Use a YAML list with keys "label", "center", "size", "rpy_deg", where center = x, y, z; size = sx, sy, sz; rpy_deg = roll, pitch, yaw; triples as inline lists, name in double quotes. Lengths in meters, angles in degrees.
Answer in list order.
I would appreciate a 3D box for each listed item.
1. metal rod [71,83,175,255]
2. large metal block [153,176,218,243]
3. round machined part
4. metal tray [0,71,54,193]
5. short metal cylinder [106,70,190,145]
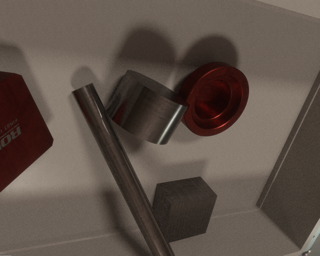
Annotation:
- label: "metal rod"
  center: [-0.027, 0.089, 0.373]
  size: [0.025, 0.025, 0.299]
  rpy_deg: [-27, 104, -12]
- label: "large metal block"
  center: [0.035, 0.130, 0.494]
  size: [0.081, 0.050, 0.079]
  rpy_deg: [-4, 121, -27]
- label: "round machined part"
  center: [0.065, -0.041, 0.410]
  size: [0.099, 0.042, 0.097]
  rpy_deg: [-14, 125, -21]
- label: "metal tray"
  center: [-0.167, 0.018, 0.280]
  size: [0.131, 0.030, 0.089]
  rpy_deg: [-52, 141, -41]
- label: "short metal cylinder"
  center: [-0.013, -0.024, 0.352]
  size: [0.080, 0.080, 0.050]
  rpy_deg: [20, 108, -36]
